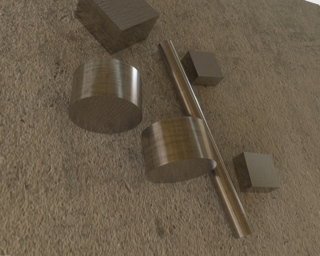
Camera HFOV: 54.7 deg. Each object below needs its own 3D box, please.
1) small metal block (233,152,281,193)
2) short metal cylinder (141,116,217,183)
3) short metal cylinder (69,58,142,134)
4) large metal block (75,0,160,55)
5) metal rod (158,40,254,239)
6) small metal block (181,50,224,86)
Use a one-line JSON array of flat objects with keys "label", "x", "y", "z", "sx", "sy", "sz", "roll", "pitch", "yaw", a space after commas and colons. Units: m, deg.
[{"label": "small metal block", "x": 0.136, "y": 0.063, "z": 0.438, "sx": 0.050, "sy": 0.025, "sz": 0.050, "roll": 7, "pitch": 59, "yaw": -25}, {"label": "short metal cylinder", "x": 0.020, "y": 0.028, "z": 0.362, "sx": 0.081, "sy": 0.080, "sz": 0.050, "roll": 3, "pitch": 61, "yaw": -27}, {"label": "short metal cylinder", "x": -0.061, "y": -0.034, "z": 0.357, "sx": 0.081, "sy": 0.080, "sz": 0.050, "roll": 11, "pitch": 57, "yaw": -23}, {"label": "large metal block", "x": -0.063, "y": -0.165, "z": 0.455, "sx": 0.080, "sy": 0.050, "sz": 0.080, "roll": 48, "pitch": 51, "yaw": 5}, {"label": "metal rod", "x": 0.056, "y": 0.001, "z": 0.433, "sx": 0.025, "sy": 0.025, "sz": 0.299, "roll": -6, "pitch": 65, "yaw": -31}, {"label": "small metal block", "x": 0.068, "y": -0.095, "z": 0.498, "sx": 0.050, "sy": 0.025, "sz": 0.050, "roll": -3, "pitch": 63, "yaw": -29}]
